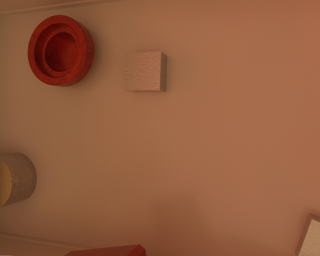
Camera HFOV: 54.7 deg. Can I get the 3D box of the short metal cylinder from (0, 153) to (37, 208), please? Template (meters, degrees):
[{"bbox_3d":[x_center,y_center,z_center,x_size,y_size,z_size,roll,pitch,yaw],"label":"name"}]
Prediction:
[{"bbox_3d":[-0.242,0.080,0.480,0.080,0.050,0.079,0,90,19],"label":"short metal cylinder"}]

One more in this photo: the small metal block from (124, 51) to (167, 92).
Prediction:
[{"bbox_3d":[-0.019,-0.074,0.416,0.050,0.025,0.050,2,91,19],"label":"small metal block"}]

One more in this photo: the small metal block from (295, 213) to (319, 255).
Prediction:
[{"bbox_3d":[0.186,0.131,0.345,0.050,0.025,0.050,19,96,18],"label":"small metal block"}]

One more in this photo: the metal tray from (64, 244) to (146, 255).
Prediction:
[{"bbox_3d":[-0.049,0.186,0.298,0.090,0.030,0.129,-13,86,19],"label":"metal tray"}]

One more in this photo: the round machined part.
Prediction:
[{"bbox_3d":[-0.137,-0.108,0.448,0.098,0.042,0.097,0,90,19],"label":"round machined part"}]
